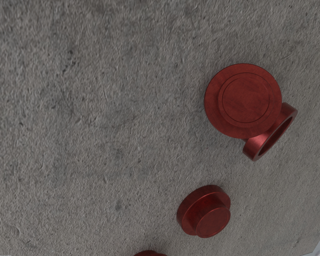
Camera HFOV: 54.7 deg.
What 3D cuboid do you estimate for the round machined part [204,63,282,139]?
[{"bbox_3d":[0.107,-0.035,0.398,0.099,0.042,0.097,0,91,5],"label":"round machined part"}]

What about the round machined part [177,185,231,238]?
[{"bbox_3d":[0.082,0.150,0.533,0.099,0.042,0.097,-14,124,-21],"label":"round machined part"}]

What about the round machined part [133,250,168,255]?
[{"bbox_3d":[-0.025,0.253,0.539,0.099,0.042,0.097,-14,124,-21],"label":"round machined part"}]

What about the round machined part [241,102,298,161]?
[{"bbox_3d":[0.156,0.000,0.465,0.098,0.042,0.098,-37,154,-22],"label":"round machined part"}]
